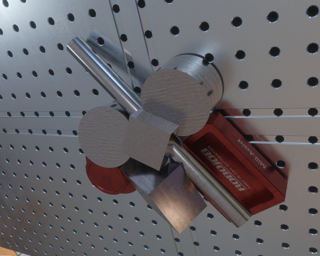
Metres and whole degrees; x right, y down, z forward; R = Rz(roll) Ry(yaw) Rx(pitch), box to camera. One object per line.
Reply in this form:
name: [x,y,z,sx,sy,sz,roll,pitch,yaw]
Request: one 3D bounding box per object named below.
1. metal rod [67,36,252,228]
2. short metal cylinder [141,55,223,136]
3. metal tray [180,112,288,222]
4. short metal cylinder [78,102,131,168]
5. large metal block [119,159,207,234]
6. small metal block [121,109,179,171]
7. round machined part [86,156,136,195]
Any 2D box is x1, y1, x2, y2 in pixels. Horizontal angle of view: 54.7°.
metal rod: [-0.006,-0.001,0.377,0.300,0.025,0.025,46,130,8]
short metal cylinder: [0.026,-0.038,0.354,0.080,0.050,0.079,13,124,21]
metal tray: [0.082,0.054,0.393,0.130,0.030,0.090,45,129,-4]
short metal cylinder: [-0.060,0.007,0.412,0.080,0.050,0.079,4,103,19]
large metal block: [0.003,0.077,0.402,0.080,0.050,0.080,26,154,55]
small metal block: [-0.012,0.013,0.352,0.050,0.025,0.050,24,119,14]
round machined part: [-0.073,0.062,0.471,0.098,0.042,0.097,13,124,21]
